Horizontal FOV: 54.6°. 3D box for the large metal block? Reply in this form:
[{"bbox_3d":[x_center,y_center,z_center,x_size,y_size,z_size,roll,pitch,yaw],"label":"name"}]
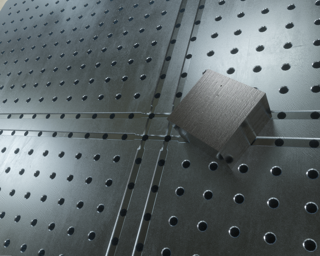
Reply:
[{"bbox_3d":[0.070,-0.012,0.364,0.080,0.050,0.080,34,80,38],"label":"large metal block"}]
